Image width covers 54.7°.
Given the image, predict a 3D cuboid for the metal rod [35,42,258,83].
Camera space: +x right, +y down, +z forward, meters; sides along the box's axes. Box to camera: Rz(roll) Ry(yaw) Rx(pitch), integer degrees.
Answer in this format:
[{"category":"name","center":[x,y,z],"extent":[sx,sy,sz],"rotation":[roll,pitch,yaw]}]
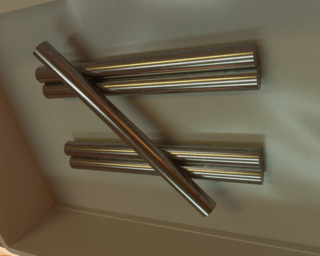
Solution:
[{"category":"metal rod","center":[-0.037,-0.075,0.379],"extent":[0.300,0.025,0.025],"rotation":[1,119,27]}]

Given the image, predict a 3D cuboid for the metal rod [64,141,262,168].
[{"category":"metal rod","center":[-0.014,0.034,0.435],"extent":[0.300,0.025,0.025],"rotation":[0,119,28]}]

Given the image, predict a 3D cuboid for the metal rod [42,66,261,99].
[{"category":"metal rod","center":[-0.031,-0.053,0.390],"extent":[0.300,0.025,0.025],"rotation":[1,119,27]}]

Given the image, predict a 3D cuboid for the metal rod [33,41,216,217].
[{"category":"metal rod","center":[-0.043,0.003,0.400],"extent":[0.300,0.025,0.025],"rotation":[44,129,-3]}]

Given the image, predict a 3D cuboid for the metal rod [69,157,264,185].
[{"category":"metal rod","center":[-0.009,0.056,0.445],"extent":[0.300,0.025,0.025],"rotation":[0,119,28]}]
